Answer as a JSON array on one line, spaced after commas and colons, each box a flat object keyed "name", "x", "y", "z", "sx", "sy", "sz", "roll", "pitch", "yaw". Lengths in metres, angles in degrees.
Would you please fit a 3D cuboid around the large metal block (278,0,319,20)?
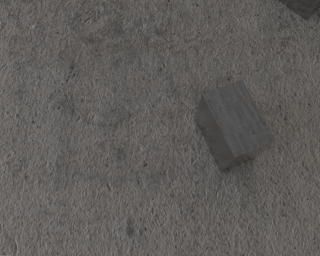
[{"name": "large metal block", "x": 0.229, "y": -0.230, "z": 0.480, "sx": 0.080, "sy": 0.050, "sz": 0.080, "roll": -41, "pitch": 75, "yaw": -14}]

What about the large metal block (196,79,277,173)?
[{"name": "large metal block", "x": 0.087, "y": 0.001, "z": 0.379, "sx": 0.050, "sy": 0.080, "sz": 0.080, "roll": -21, "pitch": 72, "yaw": -7}]
